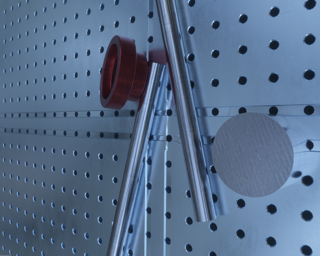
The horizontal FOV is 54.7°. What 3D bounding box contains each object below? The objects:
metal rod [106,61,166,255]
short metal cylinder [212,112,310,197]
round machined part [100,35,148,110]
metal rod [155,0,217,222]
[{"bbox_3d":[-0.037,0.057,0.440,0.025,0.025,0.298,21,103,38],"label":"metal rod"},{"bbox_3d":[0.100,0.025,0.310,0.080,0.050,0.080,0,90,40],"label":"short metal cylinder"},{"bbox_3d":[-0.049,-0.072,0.422,0.098,0.042,0.097,-171,90,-66],"label":"round machined part"},{"bbox_3d":[0.029,-0.038,0.385,0.025,0.025,0.298,-16,80,39],"label":"metal rod"}]
